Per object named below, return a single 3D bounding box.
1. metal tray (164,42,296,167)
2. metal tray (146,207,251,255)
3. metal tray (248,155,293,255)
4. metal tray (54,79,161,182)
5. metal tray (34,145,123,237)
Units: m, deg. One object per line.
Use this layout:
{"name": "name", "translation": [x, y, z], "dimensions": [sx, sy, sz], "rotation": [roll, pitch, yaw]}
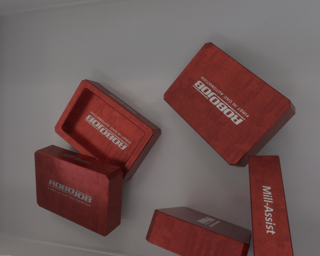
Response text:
{"name": "metal tray", "translation": [0.075, -0.029, 0.362], "dimensions": [0.090, 0.030, 0.130], "rotation": [-50, 58, 13]}
{"name": "metal tray", "translation": [0.049, 0.116, 0.335], "dimensions": [0.090, 0.130, 0.030], "rotation": [15, 83, 20]}
{"name": "metal tray", "translation": [0.106, 0.102, 0.302], "dimensions": [0.030, 0.090, 0.130], "rotation": [-3, 44, 16]}
{"name": "metal tray", "translation": [-0.075, 0.003, 0.434], "dimensions": [0.130, 0.030, 0.090], "rotation": [37, 102, 16]}
{"name": "metal tray", "translation": [-0.115, 0.083, 0.428], "dimensions": [0.130, 0.030, 0.089], "rotation": [14, 111, 25]}
